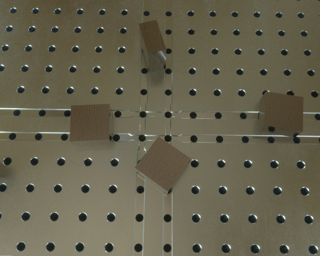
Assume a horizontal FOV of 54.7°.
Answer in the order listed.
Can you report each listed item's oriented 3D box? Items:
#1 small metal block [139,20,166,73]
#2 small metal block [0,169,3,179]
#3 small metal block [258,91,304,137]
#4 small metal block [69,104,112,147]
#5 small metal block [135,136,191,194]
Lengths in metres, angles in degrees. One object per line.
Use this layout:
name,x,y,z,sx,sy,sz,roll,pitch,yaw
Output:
small metal block,-0.010,-0.115,0.440,0.025,0.050,0.050,-15,71,-5
small metal block,-0.230,0.055,0.375,0.050,0.050,0.025,-23,72,-9
small metal block,0.164,-0.018,0.421,0.050,0.025,0.050,9,70,3
small metal block,-0.091,-0.003,0.412,0.050,0.025,0.050,-3,70,-2
small metal block,0.004,0.048,0.394,0.050,0.025,0.050,34,73,11
